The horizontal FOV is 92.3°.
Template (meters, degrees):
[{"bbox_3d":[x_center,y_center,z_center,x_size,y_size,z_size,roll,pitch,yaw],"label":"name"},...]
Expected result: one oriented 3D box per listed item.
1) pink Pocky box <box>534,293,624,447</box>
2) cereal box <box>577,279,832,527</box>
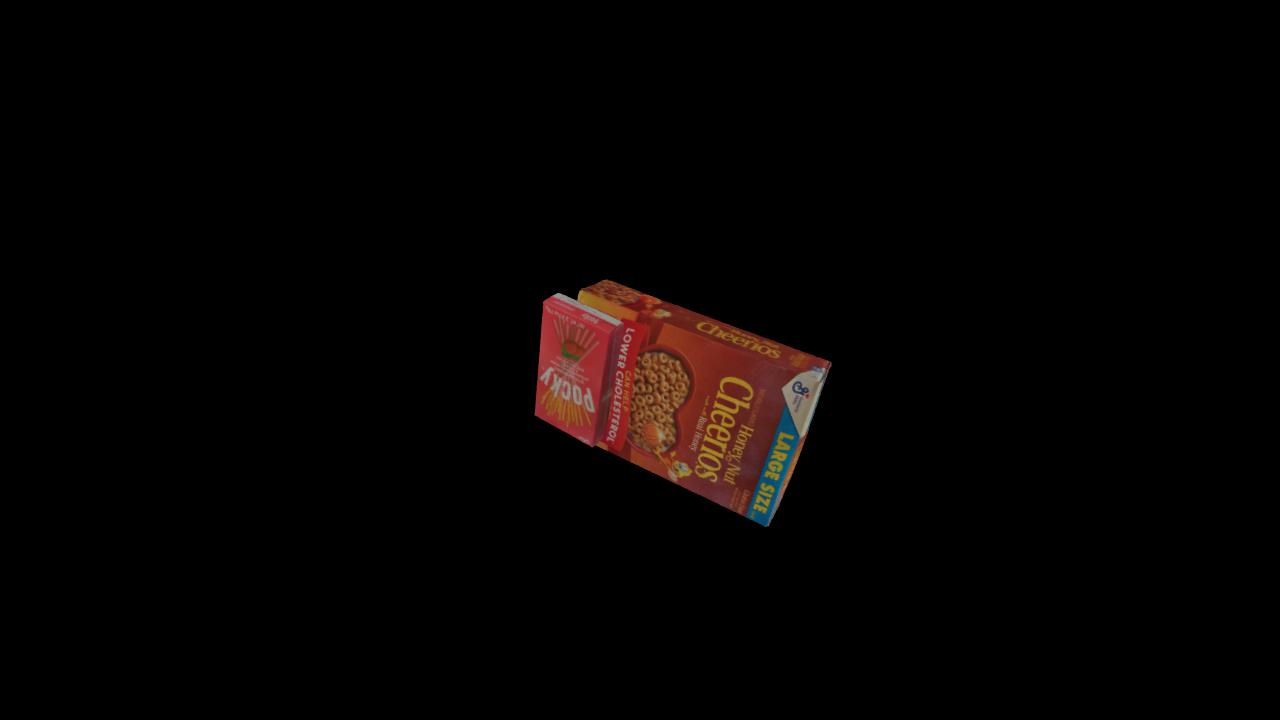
[{"bbox_3d":[-0.068,0.014,0.653,0.084,0.155,0.029,26,37,21],"label":"pink Pocky box"},{"bbox_3d":[0.053,0.046,0.756,0.306,0.203,0.081,23,28,19],"label":"cereal box"}]
